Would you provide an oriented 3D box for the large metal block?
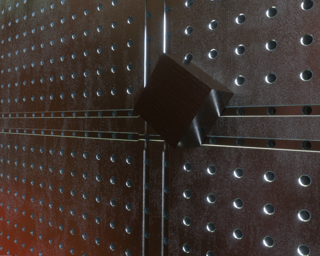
[{"bbox_3d":[0.026,-0.032,0.370,0.080,0.050,0.080,44,116,31],"label":"large metal block"}]
